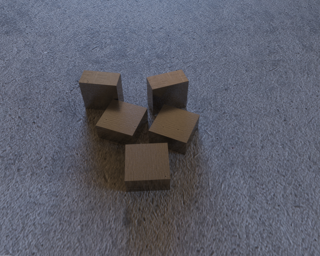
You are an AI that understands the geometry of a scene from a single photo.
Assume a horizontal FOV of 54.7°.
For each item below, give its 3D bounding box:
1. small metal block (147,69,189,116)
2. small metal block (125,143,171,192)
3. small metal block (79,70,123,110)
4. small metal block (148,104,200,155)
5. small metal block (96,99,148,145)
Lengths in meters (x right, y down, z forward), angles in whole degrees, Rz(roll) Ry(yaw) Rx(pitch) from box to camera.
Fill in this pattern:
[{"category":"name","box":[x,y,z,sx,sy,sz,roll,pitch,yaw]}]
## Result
[{"category":"small metal block","box":[0.010,-0.049,0.428,0.050,0.050,0.025,-15,52,-12]},{"category":"small metal block","box":[-0.015,0.046,0.364,0.050,0.025,0.050,-2,50,-2]},{"category":"small metal block","box":[-0.080,-0.051,0.429,0.050,0.050,0.025,6,51,4]},{"category":"small metal block","box":[0.019,0.001,0.402,0.050,0.025,0.050,18,52,14]},{"category":"small metal block","box":[-0.049,-0.007,0.409,0.050,0.025,0.050,16,52,12]}]
